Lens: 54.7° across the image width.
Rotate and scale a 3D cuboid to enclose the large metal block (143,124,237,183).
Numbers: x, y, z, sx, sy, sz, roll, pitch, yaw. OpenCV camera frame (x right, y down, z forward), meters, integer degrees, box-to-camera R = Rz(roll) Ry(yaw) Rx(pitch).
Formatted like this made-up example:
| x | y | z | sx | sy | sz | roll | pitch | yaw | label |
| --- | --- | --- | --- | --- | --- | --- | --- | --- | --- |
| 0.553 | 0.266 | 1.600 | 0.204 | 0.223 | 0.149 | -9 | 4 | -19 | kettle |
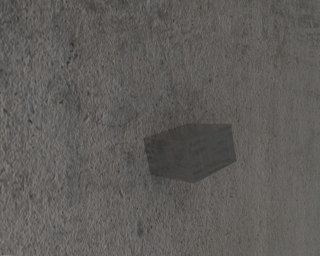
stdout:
| x | y | z | sx | sy | sz | roll | pitch | yaw | label |
| --- | --- | --- | --- | --- | --- | --- | --- | --- | --- |
| 0.039 | 0.028 | 0.401 | 0.081 | 0.080 | 0.050 | -18 | 102 | -39 | large metal block |
